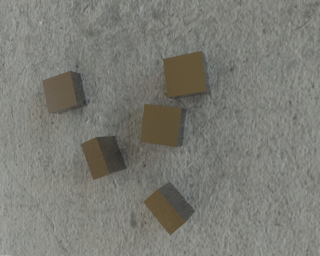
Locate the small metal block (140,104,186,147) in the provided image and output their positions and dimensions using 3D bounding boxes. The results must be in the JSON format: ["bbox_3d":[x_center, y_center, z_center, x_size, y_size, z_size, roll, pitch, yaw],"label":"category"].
[{"bbox_3d":[0.005,-0.004,0.407,0.050,0.025,0.050,8,93,19],"label":"small metal block"}]

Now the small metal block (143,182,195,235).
[{"bbox_3d":[0.013,0.100,0.390,0.025,0.050,0.050,-45,77,14],"label":"small metal block"}]

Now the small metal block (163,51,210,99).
[{"bbox_3d":[0.034,-0.066,0.396,0.050,0.025,0.050,-8,88,19],"label":"small metal block"}]

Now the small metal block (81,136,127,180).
[{"bbox_3d":[-0.075,0.039,0.421,0.025,0.050,0.050,-24,82,18],"label":"small metal block"}]

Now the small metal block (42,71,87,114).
[{"bbox_3d":[-0.141,-0.051,0.457,0.050,0.025,0.050,-14,85,19],"label":"small metal block"}]
